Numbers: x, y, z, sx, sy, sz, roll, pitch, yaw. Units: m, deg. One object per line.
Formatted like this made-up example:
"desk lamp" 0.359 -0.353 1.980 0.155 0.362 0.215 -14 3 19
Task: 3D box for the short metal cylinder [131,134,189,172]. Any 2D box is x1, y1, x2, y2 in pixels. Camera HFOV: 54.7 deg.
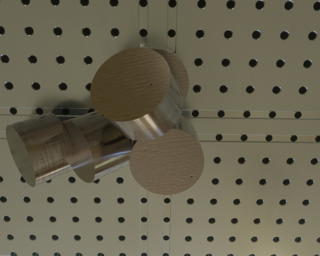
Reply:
"short metal cylinder" -0.002 0.017 0.405 0.081 0.050 0.079 0 110 0

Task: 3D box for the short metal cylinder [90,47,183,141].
"short metal cylinder" -0.021 -0.033 0.311 0.080 0.080 0.050 -23 152 8

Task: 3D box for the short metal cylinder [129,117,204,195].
"short metal cylinder" 0.007 0.029 0.355 0.081 0.050 0.079 0 110 0

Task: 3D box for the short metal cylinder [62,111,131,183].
"short metal cylinder" -0.080 0.021 0.383 0.050 0.080 0.079 -23 115 -36

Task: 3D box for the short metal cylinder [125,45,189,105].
"short metal cylinder" -0.007 -0.058 0.378 0.081 0.050 0.079 0 110 0

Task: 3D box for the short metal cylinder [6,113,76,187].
"short metal cylinder" -0.149 0.026 0.385 0.050 0.080 0.079 -24 115 -37
